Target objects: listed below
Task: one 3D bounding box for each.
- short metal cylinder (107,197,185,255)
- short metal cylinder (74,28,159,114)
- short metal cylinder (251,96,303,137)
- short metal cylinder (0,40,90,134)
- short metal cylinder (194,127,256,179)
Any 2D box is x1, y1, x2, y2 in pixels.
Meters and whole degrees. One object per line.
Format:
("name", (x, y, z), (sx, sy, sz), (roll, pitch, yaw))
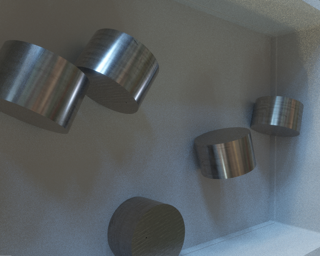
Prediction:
("short metal cylinder", (-0.016, 0.128, 0.377), (0.081, 0.050, 0.080), (0, 90, -40))
("short metal cylinder", (-0.048, -0.058, 0.330), (0.080, 0.080, 0.050), (40, 66, -33))
("short metal cylinder", (0.204, -0.019, 0.542), (0.080, 0.080, 0.050), (21, 77, -38))
("short metal cylinder", (-0.111, -0.034, 0.278), (0.080, 0.080, 0.050), (31, 71, -36))
("short metal cylinder", (0.094, 0.034, 0.450), (0.081, 0.080, 0.050), (-22, 104, -38))
